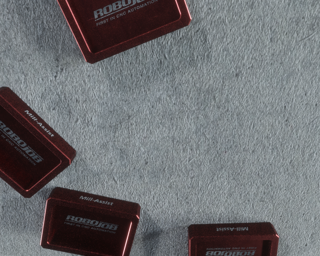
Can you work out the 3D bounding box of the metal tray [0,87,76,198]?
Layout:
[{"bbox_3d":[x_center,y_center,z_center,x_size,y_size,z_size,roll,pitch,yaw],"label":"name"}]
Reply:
[{"bbox_3d":[-0.191,0.021,0.413,0.090,0.030,0.130,-39,106,13],"label":"metal tray"}]

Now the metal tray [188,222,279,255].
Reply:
[{"bbox_3d":[0.110,0.193,0.479,0.131,0.030,0.089,-2,110,0],"label":"metal tray"}]

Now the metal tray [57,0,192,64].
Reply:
[{"bbox_3d":[-0.040,-0.139,0.355,0.130,0.030,0.090,-20,109,7],"label":"metal tray"}]

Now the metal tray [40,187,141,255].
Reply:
[{"bbox_3d":[-0.102,0.145,0.459,0.131,0.030,0.089,13,110,-5],"label":"metal tray"}]
